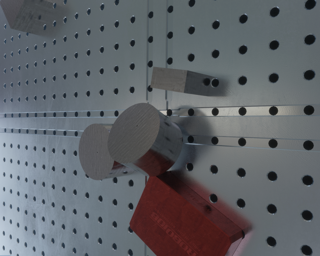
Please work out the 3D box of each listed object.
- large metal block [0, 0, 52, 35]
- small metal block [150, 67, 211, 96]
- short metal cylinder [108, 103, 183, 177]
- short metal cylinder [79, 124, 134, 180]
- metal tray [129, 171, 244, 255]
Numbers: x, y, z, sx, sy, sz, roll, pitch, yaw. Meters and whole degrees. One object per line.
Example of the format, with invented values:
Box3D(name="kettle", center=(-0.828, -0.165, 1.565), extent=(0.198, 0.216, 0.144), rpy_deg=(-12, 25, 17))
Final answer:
Box3D(name="large metal block", center=(-0.268, -0.248, 0.615), extent=(0.080, 0.050, 0.080), rpy_deg=(-46, 63, 30))
Box3D(name="small metal block", center=(0.025, -0.056, 0.372), extent=(0.050, 0.050, 0.025), rpy_deg=(15, 100, 39))
Box3D(name="short metal cylinder", center=(-0.019, 0.015, 0.390), extent=(0.080, 0.050, 0.080), rpy_deg=(-19, 54, 29))
Box3D(name="short metal cylinder", center=(-0.074, 0.033, 0.454), extent=(0.080, 0.050, 0.080), rpy_deg=(0, 90, 40))
Box3D(name="metal tray", center=(0.026, 0.126, 0.385), extent=(0.130, 0.030, 0.089), rpy_deg=(35, 112, 34))
